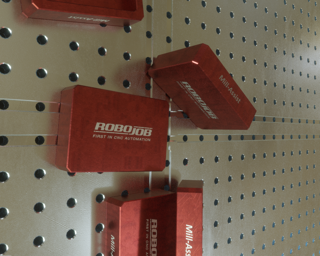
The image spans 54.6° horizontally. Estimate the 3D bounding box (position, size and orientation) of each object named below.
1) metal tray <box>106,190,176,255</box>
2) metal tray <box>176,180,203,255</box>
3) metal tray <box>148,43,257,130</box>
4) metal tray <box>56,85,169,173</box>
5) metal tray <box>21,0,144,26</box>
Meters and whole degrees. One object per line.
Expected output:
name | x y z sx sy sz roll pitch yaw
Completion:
metal tray | -0.020 0.149 0.388 0.091 0.030 0.129 1 90 -40
metal tray | 0.039 0.136 0.396 0.090 0.030 0.129 23 68 -81
metal tray | 0.057 -0.048 0.413 0.130 0.090 0.030 44 64 -31
metal tray | -0.050 0.005 0.363 0.131 0.030 0.090 6 86 -40
metal tray | -0.082 -0.164 0.335 0.131 0.030 0.090 -10 96 -39
